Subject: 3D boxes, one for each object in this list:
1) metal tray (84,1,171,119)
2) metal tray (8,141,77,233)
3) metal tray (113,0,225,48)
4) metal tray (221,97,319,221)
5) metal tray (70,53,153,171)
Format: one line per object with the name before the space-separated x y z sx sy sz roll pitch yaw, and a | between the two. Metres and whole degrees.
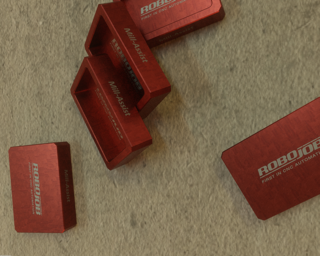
metal tray | -0.046 -0.079 0.392 0.130 0.030 0.090 61 148 8
metal tray | -0.178 0.089 0.467 0.090 0.030 0.129 -6 88 19
metal tray | 0.008 -0.163 0.402 0.130 0.030 0.090 -17 84 18
metal tray | 0.149 0.035 0.354 0.130 0.030 0.090 -33 80 16
metal tray | -0.068 -0.018 0.403 0.130 0.030 0.090 62 145 9
